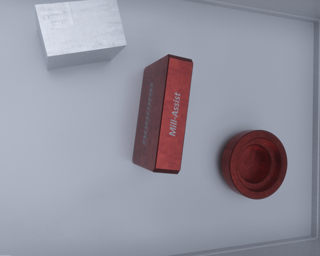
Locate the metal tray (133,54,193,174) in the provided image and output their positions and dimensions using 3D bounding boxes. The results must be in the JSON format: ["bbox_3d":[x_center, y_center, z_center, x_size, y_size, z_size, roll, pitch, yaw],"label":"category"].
[{"bbox_3d":[0.000,-0.015,0.377,0.030,0.090,0.129,8,87,-20],"label":"metal tray"}]

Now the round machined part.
[{"bbox_3d":[0.132,0.051,0.452,0.099,0.042,0.097,0,90,-21],"label":"round machined part"}]

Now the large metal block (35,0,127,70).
[{"bbox_3d":[-0.091,-0.103,0.348,0.081,0.080,0.050,-14,95,-20],"label":"large metal block"}]
